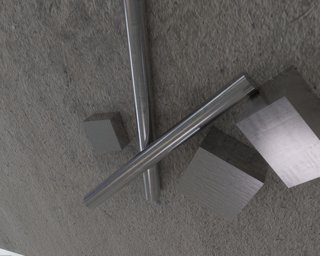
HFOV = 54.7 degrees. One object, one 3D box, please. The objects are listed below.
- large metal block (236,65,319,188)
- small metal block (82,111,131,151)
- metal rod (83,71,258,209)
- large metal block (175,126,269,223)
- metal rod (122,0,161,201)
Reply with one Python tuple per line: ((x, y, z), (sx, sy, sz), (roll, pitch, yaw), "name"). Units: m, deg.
((0.128, -0.004, 0.302), (0.080, 0.080, 0.050), (49, 129, -7), "large metal block")
((-0.078, 0.006, 0.451), (0.050, 0.025, 0.050), (-4, 117, 30), "small metal block")
((-0.006, 0.031, 0.400), (0.299, 0.025, 0.025), (-39, 96, 30), "metal rod")
((0.077, 0.057, 0.386), (0.080, 0.050, 0.079), (30, 128, 8), "large metal block")
((-0.020, -0.025, 0.401), (0.025, 0.025, 0.298), (10, 123, 23), "metal rod")
